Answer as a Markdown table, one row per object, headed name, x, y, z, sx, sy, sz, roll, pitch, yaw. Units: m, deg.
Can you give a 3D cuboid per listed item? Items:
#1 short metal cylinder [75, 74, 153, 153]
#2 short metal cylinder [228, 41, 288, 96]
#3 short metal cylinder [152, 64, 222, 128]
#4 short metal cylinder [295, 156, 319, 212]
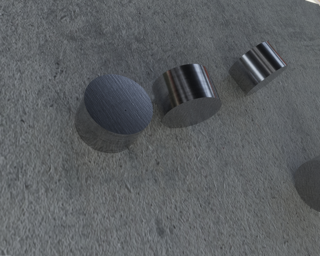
| name | x | y | z | sx | sy | sz | roll | pitch | yaw |
| --- | --- | --- | --- | --- | --- | --- | --- | --- | --- |
| short metal cylinder | -0.055 | -0.016 | 0.368 | 0.081 | 0.050 | 0.080 | 14 | 56 | -21 |
| short metal cylinder | 0.162 | -0.097 | 0.515 | 0.081 | 0.080 | 0.050 | -25 | 76 | -37 |
| short metal cylinder | 0.035 | -0.040 | 0.412 | 0.081 | 0.080 | 0.050 | -3 | 64 | -30 |
| short metal cylinder | 0.249 | 0.079 | 0.454 | 0.050 | 0.080 | 0.080 | -15 | 70 | -34 |
